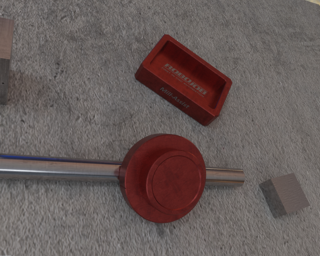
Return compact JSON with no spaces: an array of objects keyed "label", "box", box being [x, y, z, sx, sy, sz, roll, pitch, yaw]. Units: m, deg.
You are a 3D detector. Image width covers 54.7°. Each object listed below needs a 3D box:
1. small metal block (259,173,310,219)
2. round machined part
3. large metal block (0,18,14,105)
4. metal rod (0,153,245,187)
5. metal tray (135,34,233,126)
[{"label":"small metal block","box":[0.177,0.095,0.441,0.050,0.025,0.050,-6,65,-31]},{"label":"round machined part","box":[0.009,0.055,0.336,0.099,0.042,0.097,-1,92,-25]},{"label":"large metal block","box":[-0.193,-0.069,0.307,0.081,0.080,0.050,6,60,-26]},{"label":"metal rod","box":[-0.030,0.051,0.356,0.302,0.025,0.025,7,59,-25]},{"label":"metal tray","box":[0.039,-0.073,0.465,0.130,0.030,0.090,34,51,-6]}]
